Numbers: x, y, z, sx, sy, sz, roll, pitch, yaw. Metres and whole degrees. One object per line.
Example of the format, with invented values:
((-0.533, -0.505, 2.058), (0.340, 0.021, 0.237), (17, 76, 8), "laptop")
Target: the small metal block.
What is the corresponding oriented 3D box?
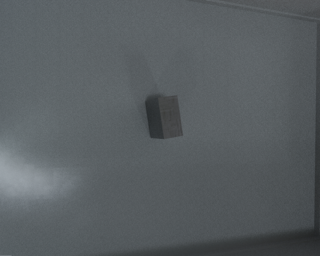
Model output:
((0.004, -0.013, 0.395), (0.025, 0.050, 0.050), (-9, 93, -20), "small metal block")
